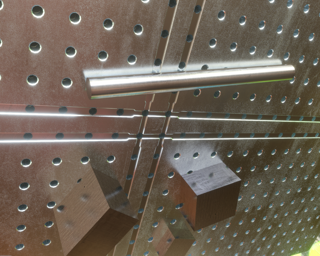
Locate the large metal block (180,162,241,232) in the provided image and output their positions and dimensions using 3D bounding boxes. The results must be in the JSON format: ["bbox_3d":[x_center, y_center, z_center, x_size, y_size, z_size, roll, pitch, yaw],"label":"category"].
[{"bbox_3d":[0.081,0.112,0.511,0.081,0.050,0.079,-14,125,-21],"label":"large metal block"}]

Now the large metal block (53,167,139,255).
[{"bbox_3d":[-0.085,0.112,0.400,0.080,0.080,0.050,-48,129,5],"label":"large metal block"}]

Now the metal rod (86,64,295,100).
[{"bbox_3d":[0.057,-0.064,0.404,0.303,0.025,0.025,-9,122,-24],"label":"metal rod"}]

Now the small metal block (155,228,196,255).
[{"bbox_3d":[0.028,0.210,0.559,0.050,0.025,0.050,18,109,-36],"label":"small metal block"}]
